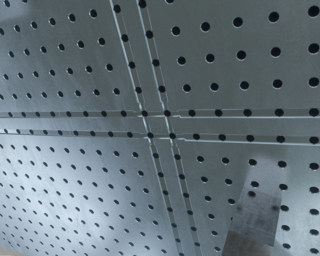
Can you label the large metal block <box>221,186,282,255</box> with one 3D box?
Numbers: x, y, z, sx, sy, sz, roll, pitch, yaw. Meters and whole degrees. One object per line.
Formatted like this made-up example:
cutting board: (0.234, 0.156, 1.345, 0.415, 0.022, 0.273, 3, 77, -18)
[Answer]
large metal block: (0.116, 0.138, 0.400, 0.050, 0.080, 0.079, 17, 125, 18)
